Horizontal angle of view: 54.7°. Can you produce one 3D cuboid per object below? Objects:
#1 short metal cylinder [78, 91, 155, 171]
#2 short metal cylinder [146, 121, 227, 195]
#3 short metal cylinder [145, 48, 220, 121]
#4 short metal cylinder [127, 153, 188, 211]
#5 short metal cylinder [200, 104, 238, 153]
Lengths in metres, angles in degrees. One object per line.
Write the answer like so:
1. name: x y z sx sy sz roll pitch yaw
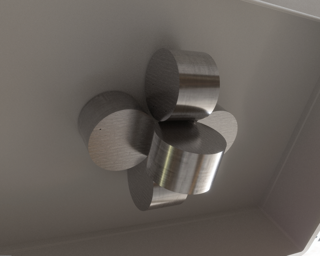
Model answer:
1. short metal cylinder: -0.050 0.003 0.364 0.081 0.050 0.079 -14 124 -21
2. short metal cylinder: 0.028 0.029 0.347 0.081 0.080 0.050 -1 119 -28
3. short metal cylinder: 0.023 -0.048 0.353 0.050 0.080 0.079 -2 120 -28
4. short metal cylinder: -0.004 0.065 0.408 0.050 0.080 0.079 -2 120 -28
5. short metal cylinder: 0.057 0.001 0.421 0.081 0.050 0.079 -14 124 -21
